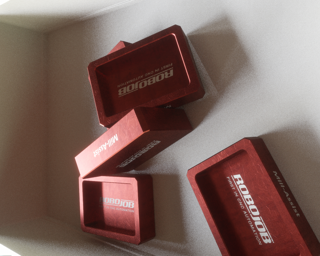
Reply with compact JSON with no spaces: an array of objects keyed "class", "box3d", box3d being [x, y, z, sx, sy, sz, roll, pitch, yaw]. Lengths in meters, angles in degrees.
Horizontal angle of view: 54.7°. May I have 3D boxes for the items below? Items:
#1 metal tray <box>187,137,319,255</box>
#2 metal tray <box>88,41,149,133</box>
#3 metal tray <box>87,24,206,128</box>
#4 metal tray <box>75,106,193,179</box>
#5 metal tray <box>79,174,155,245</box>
[{"class":"metal tray","box3d":[0.093,0.085,0.326,0.090,0.030,0.130,-36,68,34]},{"class":"metal tray","box3d":[-0.049,-0.046,0.444,0.090,0.030,0.130,-36,68,34]},{"class":"metal tray","box3d":[-0.020,-0.060,0.385,0.130,0.030,0.090,-20,73,15]},{"class":"metal tray","box3d":[-0.034,0.020,0.392,0.130,0.091,0.030,-36,69,34]},{"class":"metal tray","box3d":[-0.067,0.114,0.459,0.130,0.030,0.089,-5,87,40]}]
